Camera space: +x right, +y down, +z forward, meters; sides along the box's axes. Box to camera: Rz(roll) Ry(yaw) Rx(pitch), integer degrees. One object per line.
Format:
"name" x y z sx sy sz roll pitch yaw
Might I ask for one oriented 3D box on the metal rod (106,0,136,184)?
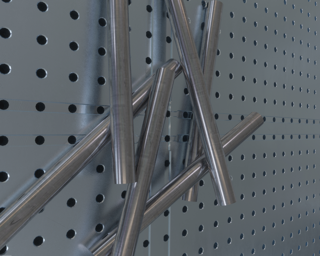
"metal rod" -0.046 -0.089 0.348 0.025 0.025 0.299 2 82 -40

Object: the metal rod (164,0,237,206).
"metal rod" 0.050 -0.048 0.410 0.025 0.025 0.299 -11 85 -39

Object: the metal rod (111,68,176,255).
"metal rod" -0.026 0.074 0.350 0.025 0.025 0.299 22 75 -38

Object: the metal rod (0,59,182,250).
"metal rod" -0.069 0.012 0.350 0.301 0.025 0.025 -47 118 -30

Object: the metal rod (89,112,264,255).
"metal rod" 0.038 0.066 0.412 0.302 0.025 0.025 -36 113 -25

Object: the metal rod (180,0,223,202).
"metal rod" 0.063 -0.044 0.460 0.025 0.025 0.299 15 81 -39
